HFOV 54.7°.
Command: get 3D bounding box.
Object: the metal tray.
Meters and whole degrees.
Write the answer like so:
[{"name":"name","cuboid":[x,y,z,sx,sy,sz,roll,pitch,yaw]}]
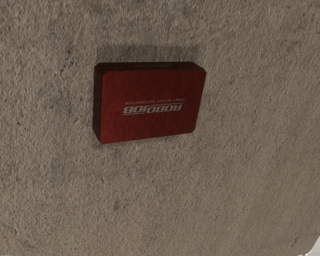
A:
[{"name":"metal tray","cuboid":[-0.013,-0.033,0.378,0.131,0.030,0.089,-6,122,-26]}]
